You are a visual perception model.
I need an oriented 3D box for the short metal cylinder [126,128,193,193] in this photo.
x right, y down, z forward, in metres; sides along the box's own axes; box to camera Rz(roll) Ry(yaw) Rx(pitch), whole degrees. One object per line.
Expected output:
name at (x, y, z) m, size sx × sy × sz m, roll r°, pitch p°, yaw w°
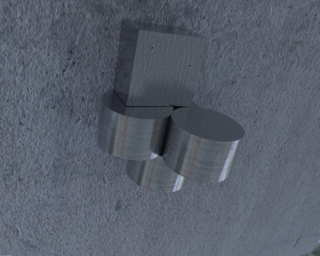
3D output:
short metal cylinder at (0.001, 0.037, 0.397) m, size 0.081 × 0.080 × 0.050 m, roll -1°, pitch 119°, yaw -28°

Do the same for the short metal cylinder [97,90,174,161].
short metal cylinder at (-0.029, -0.006, 0.354) m, size 0.081 × 0.080 × 0.050 m, roll -2°, pitch 120°, yaw -28°

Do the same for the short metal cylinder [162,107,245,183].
short metal cylinder at (0.047, 0.016, 0.344) m, size 0.081 × 0.080 × 0.050 m, roll -2°, pitch 120°, yaw -28°

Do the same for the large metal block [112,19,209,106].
large metal block at (-0.002, -0.071, 0.348) m, size 0.081 × 0.050 × 0.079 m, roll -2°, pitch 119°, yaw -28°

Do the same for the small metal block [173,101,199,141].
small metal block at (0.022, -0.015, 0.398) m, size 0.025 × 0.050 × 0.050 m, roll 1°, pitch 118°, yaw -29°
